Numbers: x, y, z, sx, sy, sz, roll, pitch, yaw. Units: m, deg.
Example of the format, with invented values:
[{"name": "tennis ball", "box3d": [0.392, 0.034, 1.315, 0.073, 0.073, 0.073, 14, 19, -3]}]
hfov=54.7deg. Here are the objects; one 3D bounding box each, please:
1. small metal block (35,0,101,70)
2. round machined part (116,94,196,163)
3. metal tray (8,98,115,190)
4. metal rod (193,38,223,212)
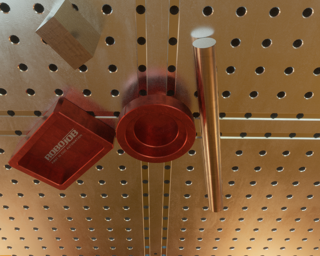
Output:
[{"name": "small metal block", "box3d": [-0.090, -0.095, 0.313, 0.025, 0.050, 0.050, -29, 124, 22]}, {"name": "round machined part", "box3d": [-0.005, -0.003, 0.397, 0.099, 0.042, 0.097, 0, 130, 0]}, {"name": "metal tray", "box3d": [-0.136, 0.028, 0.430, 0.090, 0.030, 0.130, 35, 122, -26]}, {"name": "metal rod", "box3d": [0.071, 0.020, 0.429, 0.025, 0.025, 0.298, -7, 130, 6]}]
